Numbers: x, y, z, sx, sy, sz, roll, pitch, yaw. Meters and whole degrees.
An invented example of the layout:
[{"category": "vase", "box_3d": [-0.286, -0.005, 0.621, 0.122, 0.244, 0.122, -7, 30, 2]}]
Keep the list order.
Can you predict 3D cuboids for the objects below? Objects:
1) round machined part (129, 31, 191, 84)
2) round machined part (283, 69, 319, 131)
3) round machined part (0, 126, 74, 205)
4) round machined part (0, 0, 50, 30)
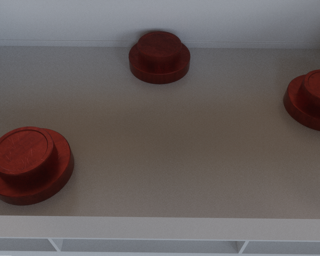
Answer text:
[{"category": "round machined part", "box_3d": [-0.001, -0.118, 0.493, 0.099, 0.042, 0.098, 0, 50, 0]}, {"category": "round machined part", "box_3d": [0.229, -0.045, 0.433, 0.099, 0.042, 0.098, 0, 50, 0]}, {"category": "round machined part", "box_3d": [-0.155, 0.036, 0.362, 0.099, 0.042, 0.098, 0, 50, 0]}, {"category": "round machined part", "box_3d": [-0.251, -0.209, 0.561, 0.099, 0.042, 0.098, 2, 36, -1]}]
